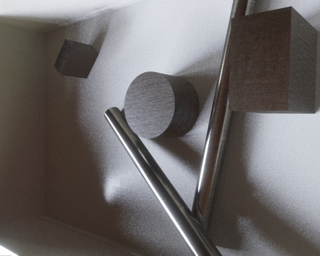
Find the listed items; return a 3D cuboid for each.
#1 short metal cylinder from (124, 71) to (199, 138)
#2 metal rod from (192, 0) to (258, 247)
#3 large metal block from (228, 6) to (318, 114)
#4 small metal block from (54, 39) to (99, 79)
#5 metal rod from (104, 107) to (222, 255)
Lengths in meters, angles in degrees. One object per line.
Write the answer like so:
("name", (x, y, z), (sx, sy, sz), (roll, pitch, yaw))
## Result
("short metal cylinder", (0.002, -0.027, 0.387), (0.080, 0.050, 0.079), (0, 90, 39))
("metal rod", (0.068, -0.007, 0.349), (0.025, 0.025, 0.298), (16, 100, 38))
("large metal block", (0.105, -0.054, 0.283), (0.050, 0.081, 0.079), (3, 92, 40))
("small metal block", (-0.134, -0.110, 0.498), (0.025, 0.050, 0.050), (48, 118, 29))
("metal rod", (0.003, 0.074, 0.377), (0.300, 0.025, 0.025), (52, 120, 36))
